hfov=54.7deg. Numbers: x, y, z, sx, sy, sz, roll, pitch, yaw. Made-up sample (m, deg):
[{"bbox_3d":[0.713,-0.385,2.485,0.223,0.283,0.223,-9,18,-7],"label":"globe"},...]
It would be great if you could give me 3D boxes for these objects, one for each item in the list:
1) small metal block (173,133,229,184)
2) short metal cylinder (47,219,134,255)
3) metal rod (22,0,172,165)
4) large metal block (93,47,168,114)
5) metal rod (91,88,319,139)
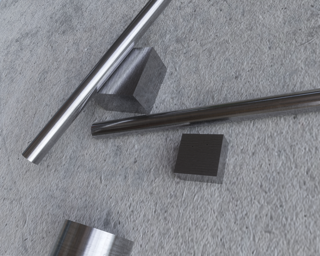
[{"bbox_3d":[0.048,0.035,0.357,0.050,0.025,0.050,1,62,28],"label":"small metal block"},{"bbox_3d":[-0.073,0.133,0.324,0.080,0.080,0.050,5,64,30],"label":"short metal cylinder"},{"bbox_3d":[-0.080,-0.078,0.427,0.025,0.025,0.300,29,77,37],"label":"metal rod"},{"bbox_3d":[-0.046,-0.069,0.453,0.080,0.050,0.080,7,65,30],"label":"large metal block"},{"bbox_3d":[0.045,-0.014,0.387,0.301,0.025,0.025,-8,59,23],"label":"metal rod"}]
